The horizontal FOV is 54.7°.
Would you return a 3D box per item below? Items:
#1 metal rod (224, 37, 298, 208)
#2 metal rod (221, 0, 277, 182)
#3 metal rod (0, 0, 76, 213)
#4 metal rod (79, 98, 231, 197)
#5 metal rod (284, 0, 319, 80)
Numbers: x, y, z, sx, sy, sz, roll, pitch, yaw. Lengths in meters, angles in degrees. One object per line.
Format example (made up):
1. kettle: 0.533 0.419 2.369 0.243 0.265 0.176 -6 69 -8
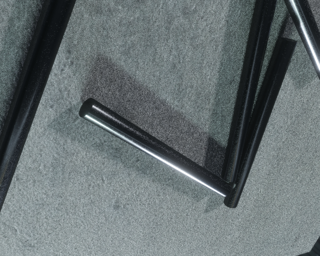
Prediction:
1. metal rod: 0.153 0.007 0.497 0.025 0.025 0.298 -4 120 -27
2. metal rod: 0.125 -0.045 0.449 0.025 0.025 0.298 -11 123 -23
3. metal rod: -0.141 -0.018 0.318 0.025 0.025 0.298 14 111 -35
4. metal rod: 0.015 0.042 0.442 0.301 0.025 0.025 34 99 -39
5. metal rod: 0.185 -0.159 0.412 0.025 0.025 0.301 -47 130 4
